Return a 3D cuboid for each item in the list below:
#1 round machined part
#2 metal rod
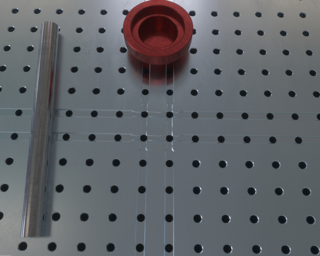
[{"bbox_3d":[-0.003,-0.134,0.452,0.099,0.042,0.098,0,70,0],"label":"round machined part"},{"bbox_3d":[-0.158,-0.012,0.414,0.025,0.025,0.299,-3,70,-1],"label":"metal rod"}]
